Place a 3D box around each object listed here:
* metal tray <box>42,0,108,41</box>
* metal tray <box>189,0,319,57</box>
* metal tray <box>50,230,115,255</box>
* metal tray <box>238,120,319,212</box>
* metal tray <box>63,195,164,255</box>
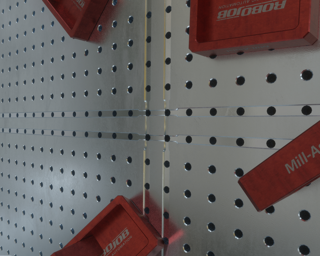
[{"bbox_3d":[-0.146,-0.221,0.523,0.130,0.030,0.090,51,119,27],"label":"metal tray"},{"bbox_3d":[0.094,-0.129,0.327,0.130,0.030,0.089,4,92,39],"label":"metal tray"},{"bbox_3d":[-0.122,0.214,0.451,0.030,0.091,0.129,44,126,31],"label":"metal tray"},{"bbox_3d":[0.137,0.016,0.253,0.129,0.091,0.030,-45,63,30],"label":"metal tray"},{"bbox_3d":[-0.071,0.168,0.420,0.130,0.030,0.090,-43,59,-5],"label":"metal tray"}]
